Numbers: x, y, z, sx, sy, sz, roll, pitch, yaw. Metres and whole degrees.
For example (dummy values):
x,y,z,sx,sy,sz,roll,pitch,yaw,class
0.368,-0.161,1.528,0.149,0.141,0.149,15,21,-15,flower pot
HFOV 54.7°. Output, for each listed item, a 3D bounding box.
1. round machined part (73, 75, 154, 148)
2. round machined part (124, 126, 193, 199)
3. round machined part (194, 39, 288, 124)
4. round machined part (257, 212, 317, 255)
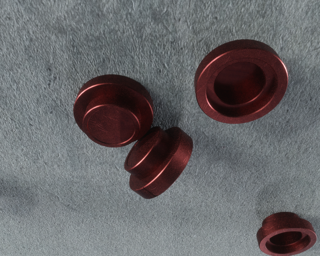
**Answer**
x,y,z,sx,sy,sz,roll,pitch,yaw,class
-0.058,-0.014,0.384,0.099,0.042,0.097,0,130,0,round machined part
-0.008,0.036,0.391,0.042,0.098,0.098,40,120,-18,round machined part
0.088,-0.055,0.350,0.099,0.042,0.097,0,130,0,round machined part
0.223,0.188,0.558,0.099,0.042,0.097,0,130,0,round machined part
